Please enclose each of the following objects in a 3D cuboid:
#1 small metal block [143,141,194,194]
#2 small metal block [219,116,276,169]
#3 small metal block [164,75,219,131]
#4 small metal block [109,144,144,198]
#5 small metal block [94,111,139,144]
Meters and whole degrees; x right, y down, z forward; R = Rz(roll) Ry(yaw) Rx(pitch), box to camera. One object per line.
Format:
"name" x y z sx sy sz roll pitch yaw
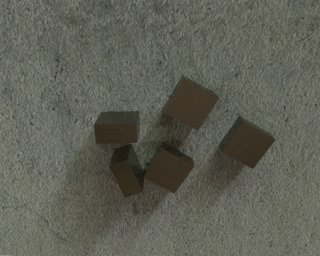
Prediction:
"small metal block" 0.012 0.055 0.430 0.050 0.025 0.050 30 107 -11
"small metal block" 0.116 0.019 0.418 0.050 0.025 0.050 28 108 -10
"small metal block" 0.039 -0.032 0.398 0.050 0.025 0.050 28 108 -10
"small metal block" -0.043 0.056 0.417 0.025 0.050 0.050 -20 109 7
"small metal block" -0.053 -0.002 0.395 0.050 0.050 0.025 -1 110 0
